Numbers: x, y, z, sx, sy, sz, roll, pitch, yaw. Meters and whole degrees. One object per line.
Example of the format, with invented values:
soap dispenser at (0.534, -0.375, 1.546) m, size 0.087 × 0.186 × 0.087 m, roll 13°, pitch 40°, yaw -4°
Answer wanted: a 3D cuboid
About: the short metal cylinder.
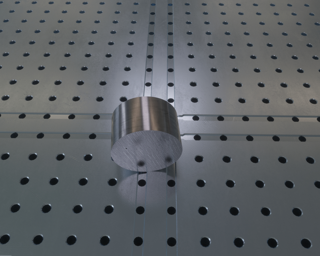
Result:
short metal cylinder at (-0.017, 0.009, 0.365) m, size 0.080 × 0.080 × 0.050 m, roll -4°, pitch 50°, yaw -3°
